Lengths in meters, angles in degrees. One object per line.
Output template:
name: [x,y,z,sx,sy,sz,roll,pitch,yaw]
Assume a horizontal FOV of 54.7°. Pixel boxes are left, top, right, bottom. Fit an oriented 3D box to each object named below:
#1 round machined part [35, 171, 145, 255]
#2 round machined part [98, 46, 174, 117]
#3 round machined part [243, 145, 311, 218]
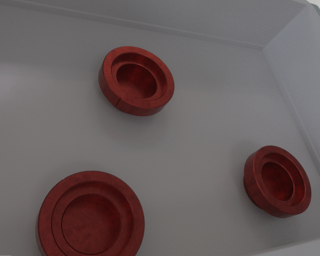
round machined part: [-0.068,0.094,0.300,0.099,0.042,0.098,14,56,-21]
round machined part: [-0.034,-0.057,0.411,0.099,0.042,0.098,14,56,-21]
round machined part: [0.157,0.077,0.432,0.099,0.042,0.098,14,56,-21]
